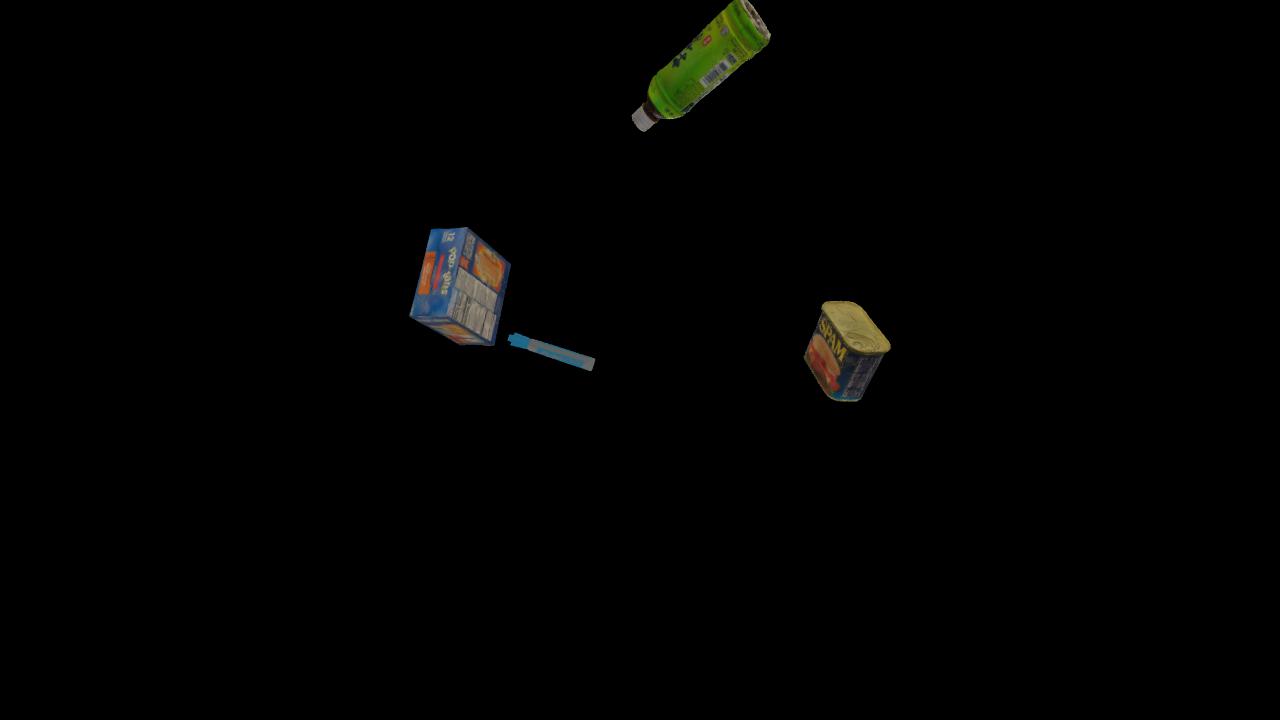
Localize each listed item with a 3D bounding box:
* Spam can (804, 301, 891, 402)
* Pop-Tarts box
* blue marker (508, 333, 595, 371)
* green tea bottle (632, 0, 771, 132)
[{"bbox_3d":[0.255,-0.011,0.770,0.058,0.085,0.101,-1,41,-13],"label":"Spam can"},{"bbox_3d":[-0.313,-0.126,1.088,0.083,0.167,0.141,-1,-19,22],"label":"Pop-Tarts box"},{"bbox_3d":[-0.121,-0.012,0.839,0.121,0.020,0.020,19,-3,-10],"label":"blue marker"},{"bbox_3d":[0.073,-0.390,0.840,0.212,0.073,0.073,-32,-18,31],"label":"green tea bottle"}]
